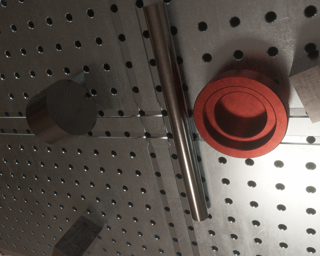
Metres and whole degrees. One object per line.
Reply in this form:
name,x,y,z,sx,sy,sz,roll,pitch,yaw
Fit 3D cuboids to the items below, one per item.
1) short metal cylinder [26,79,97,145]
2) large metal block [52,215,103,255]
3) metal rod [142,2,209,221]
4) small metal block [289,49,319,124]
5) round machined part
short metal cylinder,-0.136,-0.021,0.432,0.050,0.080,0.080,-21,107,36
large metal block,-0.163,0.232,0.602,0.050,0.080,0.079,31,128,8
metal rod,0.026,-0.001,0.395,0.025,0.025,0.298,0,119,28
small metal block,0.147,-0.040,0.292,0.025,0.050,0.050,-23,106,36
round machined part,0.090,-0.018,0.341,0.098,0.042,0.097,13,124,20
